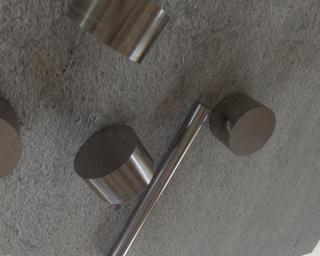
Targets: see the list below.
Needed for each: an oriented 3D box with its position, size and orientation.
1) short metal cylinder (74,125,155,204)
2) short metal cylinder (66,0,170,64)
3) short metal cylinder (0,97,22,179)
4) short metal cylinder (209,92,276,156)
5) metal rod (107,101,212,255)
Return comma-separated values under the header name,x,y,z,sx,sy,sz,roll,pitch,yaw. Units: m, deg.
name,x,y,z,sx,sy,sz,roll,pitch,yaw
short metal cylinder,-0.053,0.042,0.368,0.080,0.080,0.050,-34,129,-6
short metal cylinder,-0.038,-0.103,0.287,0.080,0.080,0.050,26,104,-37
short metal cylinder,-0.179,0.009,0.299,0.081,0.050,0.079,-14,124,-21
short metal cylinder,0.120,-0.006,0.453,0.081,0.050,0.079,-14,124,-21
metal rod,-0.010,0.095,0.460,0.025,0.025,0.298,17,109,-35
